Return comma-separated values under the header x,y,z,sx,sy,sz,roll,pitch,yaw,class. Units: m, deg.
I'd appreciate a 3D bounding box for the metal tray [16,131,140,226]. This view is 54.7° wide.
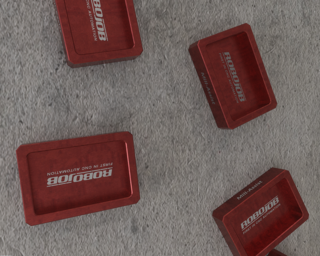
x,y,z,sx,sy,sz,roll,pitch,yaw,class
-0.095,0.056,0.371,0.131,0.030,0.089,-8,93,-20,metal tray

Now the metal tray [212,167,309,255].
x,y,z,sx,sy,sz,roll,pitch,yaw,class
0.152,0.130,0.462,0.131,0.030,0.090,-31,100,-18,metal tray

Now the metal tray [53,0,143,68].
x,y,z,sx,sy,sz,roll,pitch,yaw,class
-0.079,-0.145,0.376,0.091,0.030,0.129,-13,95,-20,metal tray

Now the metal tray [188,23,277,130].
x,y,z,sx,sy,sz,roll,pitch,yaw,class
0.106,-0.073,0.445,0.091,0.030,0.129,-25,98,-18,metal tray

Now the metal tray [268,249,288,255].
x,y,z,sx,sy,sz,roll,pitch,yaw,class
0.204,0.262,0.481,0.130,0.030,0.090,40,77,-16,metal tray
